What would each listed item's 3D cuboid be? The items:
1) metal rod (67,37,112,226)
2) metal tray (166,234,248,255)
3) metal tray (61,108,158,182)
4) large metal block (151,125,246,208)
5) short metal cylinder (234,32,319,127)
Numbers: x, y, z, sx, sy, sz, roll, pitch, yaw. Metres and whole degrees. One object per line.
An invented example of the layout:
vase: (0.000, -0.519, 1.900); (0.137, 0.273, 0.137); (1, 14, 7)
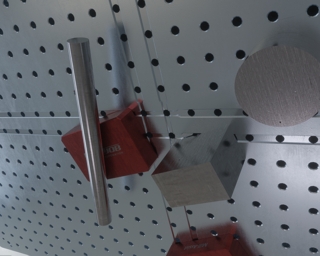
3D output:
metal rod: (-0.094, 0.025, 0.436); (0.025, 0.025, 0.298); (13, 124, 21)
metal tray: (0.083, 0.225, 0.504); (0.130, 0.030, 0.090); (-27, 104, 37)
metal tray: (-0.079, 0.031, 0.468); (0.130, 0.030, 0.090); (-17, 110, 34)
large metal block: (0.049, 0.047, 0.379); (0.080, 0.080, 0.050); (-19, 109, 35)
short metal cylinder: (0.119, -0.048, 0.303); (0.080, 0.050, 0.079); (13, 124, 21)
